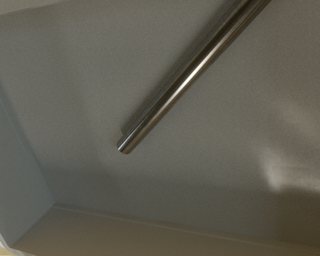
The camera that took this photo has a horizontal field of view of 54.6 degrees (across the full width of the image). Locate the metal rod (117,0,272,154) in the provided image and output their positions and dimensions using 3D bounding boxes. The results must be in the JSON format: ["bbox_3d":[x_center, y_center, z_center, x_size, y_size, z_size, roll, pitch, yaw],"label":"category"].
[{"bbox_3d":[0.028,-0.056,0.359,0.025,0.025,0.299,43,129,-1],"label":"metal rod"}]
